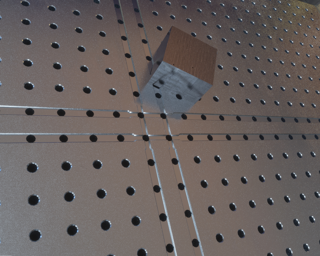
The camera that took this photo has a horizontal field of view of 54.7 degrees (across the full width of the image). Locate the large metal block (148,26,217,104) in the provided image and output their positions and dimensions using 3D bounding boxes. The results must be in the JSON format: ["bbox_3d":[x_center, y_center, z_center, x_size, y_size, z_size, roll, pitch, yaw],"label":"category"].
[{"bbox_3d":[0.036,-0.096,0.472,0.080,0.050,0.080,24,53,-14],"label":"large metal block"}]
